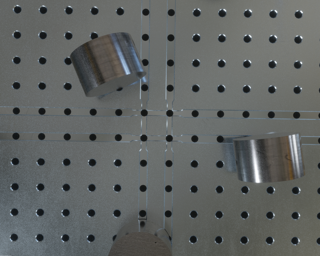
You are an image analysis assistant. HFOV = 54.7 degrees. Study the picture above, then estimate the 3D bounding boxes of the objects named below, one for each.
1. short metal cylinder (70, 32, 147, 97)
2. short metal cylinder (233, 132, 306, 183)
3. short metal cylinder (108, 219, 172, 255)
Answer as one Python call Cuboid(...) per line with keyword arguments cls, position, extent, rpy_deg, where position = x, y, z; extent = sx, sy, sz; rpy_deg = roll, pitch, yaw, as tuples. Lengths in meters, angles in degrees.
Cuboid(cls="short metal cylinder", position=(-0.063, -0.077, 0.385), extent=(0.080, 0.080, 0.050), rpy_deg=(-22, 90, 0))
Cuboid(cls="short metal cylinder", position=(0.135, 0.035, 0.387), extent=(0.080, 0.080, 0.050), rpy_deg=(-7, 90, 0))
Cuboid(cls="short metal cylinder", position=(-0.024, 0.166, 0.401), extent=(0.081, 0.050, 0.079), rpy_deg=(0, 90, 0))
